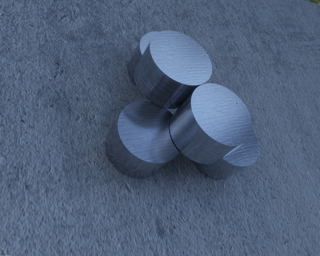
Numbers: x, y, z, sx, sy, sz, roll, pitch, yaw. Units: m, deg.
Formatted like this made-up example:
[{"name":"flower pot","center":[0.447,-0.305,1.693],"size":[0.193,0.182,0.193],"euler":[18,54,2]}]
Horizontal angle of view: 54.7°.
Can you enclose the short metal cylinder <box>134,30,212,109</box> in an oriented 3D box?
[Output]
[{"name":"short metal cylinder","center":[0.015,-0.070,0.375],"size":[0.081,0.050,0.080],"euler":[13,56,-20]}]

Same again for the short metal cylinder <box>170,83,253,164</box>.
[{"name":"short metal cylinder","center":[0.058,-0.005,0.358],"size":[0.081,0.050,0.080],"euler":[14,56,-21]}]

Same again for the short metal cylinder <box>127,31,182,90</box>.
[{"name":"short metal cylinder","center":[-0.001,-0.091,0.444],"size":[0.081,0.050,0.080],"euler":[14,56,-21]}]

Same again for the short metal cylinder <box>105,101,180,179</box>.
[{"name":"short metal cylinder","center":[-0.020,0.015,0.369],"size":[0.081,0.050,0.080],"euler":[14,56,-21]}]

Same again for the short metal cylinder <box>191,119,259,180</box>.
[{"name":"short metal cylinder","center":[0.085,0.024,0.419],"size":[0.081,0.050,0.080],"euler":[14,56,-21]}]
